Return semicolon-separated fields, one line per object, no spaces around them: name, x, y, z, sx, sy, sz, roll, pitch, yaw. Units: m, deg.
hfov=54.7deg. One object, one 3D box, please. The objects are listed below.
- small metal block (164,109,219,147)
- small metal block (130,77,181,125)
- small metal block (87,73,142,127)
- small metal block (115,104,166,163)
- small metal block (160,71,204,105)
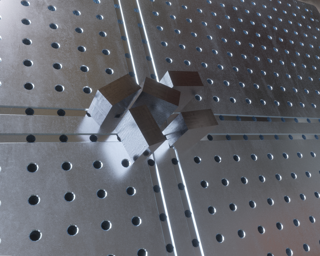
small metal block;0.041;0.000;0.416;0.050;0.050;0.025;-8;66;-32
small metal block;-0.008;-0.035;0.410;0.050;0.050;0.025;22;54;-16
small metal block;-0.057;-0.034;0.384;0.025;0.050;0.050;48;51;5
small metal block;-0.025;0.008;0.375;0.025;0.050;0.050;-19;72;-36
small metal block;0.025;-0.056;0.441;0.050;0.050;0.025;-4;64;-31
